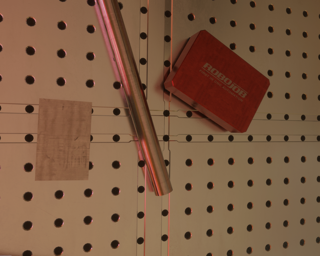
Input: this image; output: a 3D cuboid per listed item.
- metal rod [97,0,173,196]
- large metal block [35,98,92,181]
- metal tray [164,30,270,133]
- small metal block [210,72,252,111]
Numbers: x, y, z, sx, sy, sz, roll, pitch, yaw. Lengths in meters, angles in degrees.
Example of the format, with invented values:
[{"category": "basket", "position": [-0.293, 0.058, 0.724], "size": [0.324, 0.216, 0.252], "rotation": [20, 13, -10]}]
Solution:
[{"category": "metal rod", "position": [-0.036, -0.056, 0.399], "size": [0.025, 0.025, 0.298], "rotation": [-18, 96, -19]}, {"category": "large metal block", "position": [-0.109, 0.012, 0.344], "size": [0.050, 0.080, 0.079], "rotation": [3, 89, -20]}, {"category": "metal tray", "position": [0.082, -0.062, 0.434], "size": [0.130, 0.030, 0.090], "rotation": [32, 80, -17]}, {"category": "small metal block", "position": [0.100, -0.057, 0.451], "size": [0.050, 0.025, 0.050], "rotation": [39, 78, -16]}]
